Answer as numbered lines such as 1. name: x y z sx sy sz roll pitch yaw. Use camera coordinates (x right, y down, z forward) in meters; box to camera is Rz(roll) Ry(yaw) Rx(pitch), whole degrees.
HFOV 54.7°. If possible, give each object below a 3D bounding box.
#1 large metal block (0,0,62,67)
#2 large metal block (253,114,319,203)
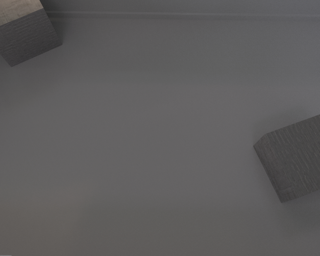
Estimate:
1. large metal block: -0.195 -0.141 0.431 0.080 0.080 0.050 -28 73 -10
2. large metal block: 0.176 0.038 0.384 0.080 0.050 0.080 -19 71 -7
